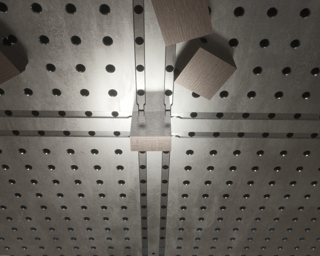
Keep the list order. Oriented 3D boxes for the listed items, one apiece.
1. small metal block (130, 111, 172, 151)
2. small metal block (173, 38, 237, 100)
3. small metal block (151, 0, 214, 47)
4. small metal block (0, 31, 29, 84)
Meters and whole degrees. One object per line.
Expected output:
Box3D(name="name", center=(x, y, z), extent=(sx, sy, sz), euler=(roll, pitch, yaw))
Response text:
Box3D(name="small metal block", center=(-0.011, 0.003, 0.398), extent=(0.050, 0.050, 0.025), euler=(0, 130, -1))
Box3D(name="small metal block", center=(0.051, -0.067, 0.356), extent=(0.050, 0.025, 0.050), euler=(24, 126, -20))
Box3D(name="small metal block", center=(0.023, -0.117, 0.313), extent=(0.050, 0.025, 0.050), euler=(-13, 129, 10))
Box3D(name="small metal block", center=(-0.187, -0.076, 0.344), extent=(0.050, 0.025, 0.050), euler=(-22, 127, 17))
